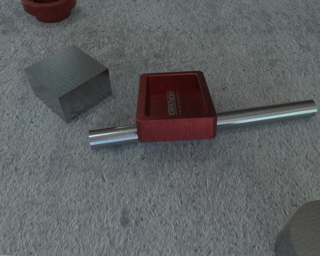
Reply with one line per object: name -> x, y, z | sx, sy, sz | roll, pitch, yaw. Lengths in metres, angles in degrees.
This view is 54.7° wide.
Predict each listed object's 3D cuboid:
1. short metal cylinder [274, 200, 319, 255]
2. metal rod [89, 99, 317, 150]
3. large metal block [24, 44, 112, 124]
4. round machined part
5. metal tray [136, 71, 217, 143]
short metal cylinder -> 0.156, 0.116, 0.292 | 0.081, 0.050, 0.080 | 0, 50, 0
metal rod -> 0.061, -0.006, 0.409 | 0.302, 0.025, 0.025 | -8, 51, -8
large metal block -> -0.128, -0.065, 0.440 | 0.080, 0.050, 0.080 | 36, 59, 26
round machined part -> -0.208, -0.236, 0.588 | 0.099, 0.042, 0.098 | 0, 50, 0
metal tray -> 0.018, -0.033, 0.401 | 0.091, 0.030, 0.130 | -3, 33, 1
